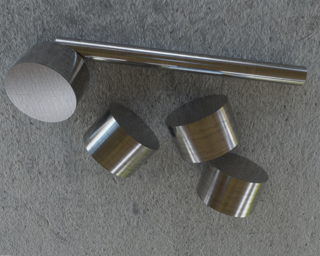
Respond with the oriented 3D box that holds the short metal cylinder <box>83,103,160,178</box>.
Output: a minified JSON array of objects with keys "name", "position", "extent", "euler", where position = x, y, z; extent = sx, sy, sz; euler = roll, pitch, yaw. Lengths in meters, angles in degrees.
[{"name":"short metal cylinder","position":[-0.047,0.015,0.385],"extent":[0.080,0.080,0.050],"euler":[40,105,-14]}]

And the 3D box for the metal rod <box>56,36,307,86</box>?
[{"name":"metal rod","position":[0.027,-0.081,0.379],"extent":[0.302,0.025,0.025],"euler":[6,110,-3]}]

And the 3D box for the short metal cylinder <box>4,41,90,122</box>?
[{"name":"short metal cylinder","position":[-0.129,-0.053,0.362],"extent":[0.080,0.050,0.079],"euler":[4,131,5]}]

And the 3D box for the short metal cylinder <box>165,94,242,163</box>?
[{"name":"short metal cylinder","position":[0.053,-0.001,0.381],"extent":[0.080,0.080,0.050],"euler":[-22,109,8]}]

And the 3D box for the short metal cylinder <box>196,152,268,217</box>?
[{"name":"short metal cylinder","position":[0.094,0.071,0.408],"extent":[0.080,0.080,0.050],"euler":[14,110,-5]}]
